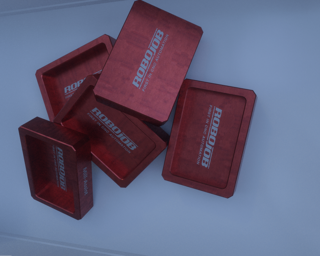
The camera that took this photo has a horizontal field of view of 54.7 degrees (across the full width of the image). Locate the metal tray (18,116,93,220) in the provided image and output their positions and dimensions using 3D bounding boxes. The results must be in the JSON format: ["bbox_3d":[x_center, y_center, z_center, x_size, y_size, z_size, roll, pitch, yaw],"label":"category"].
[{"bbox_3d":[-0.139,0.057,0.422,0.090,0.030,0.129,18,125,19],"label":"metal tray"}]

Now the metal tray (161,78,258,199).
[{"bbox_3d":[0.061,0.011,0.384,0.090,0.030,0.129,13,94,19],"label":"metal tray"}]

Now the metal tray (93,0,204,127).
[{"bbox_3d":[-0.013,-0.077,0.373,0.090,0.030,0.130,23,78,-5],"label":"metal tray"}]

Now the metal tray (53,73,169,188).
[{"bbox_3d":[-0.063,0.004,0.404,0.130,0.030,0.090,43,110,-1],"label":"metal tray"}]

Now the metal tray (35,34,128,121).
[{"bbox_3d":[-0.107,-0.064,0.442,0.130,0.030,0.090,-22,83,18],"label":"metal tray"}]
